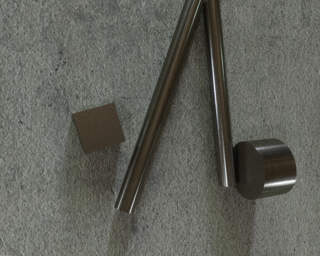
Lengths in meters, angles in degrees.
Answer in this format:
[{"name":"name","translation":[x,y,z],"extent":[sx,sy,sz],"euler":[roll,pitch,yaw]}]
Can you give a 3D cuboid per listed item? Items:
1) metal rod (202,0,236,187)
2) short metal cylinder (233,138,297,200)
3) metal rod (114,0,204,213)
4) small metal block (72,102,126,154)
[{"name":"metal rod","translation":[0.082,-0.067,0.439],"extent":[0.025,0.025,0.298],"euler":[-6,92,-20]},{"name":"short metal cylinder","translation":[0.141,0.056,0.432],"extent":[0.050,0.080,0.079],"euler":[-4,92,-20]},{"name":"metal rod","translation":[0.001,-0.037,0.409],"extent":[0.025,0.025,0.299],"euler":[21,83,-19]},{"name":"small metal block","translation":[-0.076,0.000,0.381],"extent":[0.050,0.025,0.050],"euler":[-18,96,-19]}]
